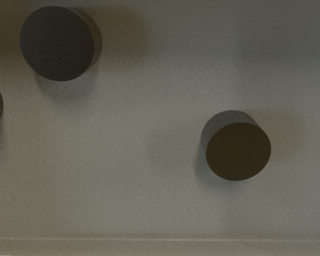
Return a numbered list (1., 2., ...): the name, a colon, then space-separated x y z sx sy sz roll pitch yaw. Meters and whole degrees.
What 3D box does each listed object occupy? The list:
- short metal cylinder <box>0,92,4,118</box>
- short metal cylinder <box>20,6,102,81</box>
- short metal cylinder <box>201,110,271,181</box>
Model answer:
1. short metal cylinder: -0.248 -0.027 0.386 0.081 0.050 0.079 0 110 0
2. short metal cylinder: -0.112 -0.099 0.360 0.081 0.050 0.079 0 110 0
3. short metal cylinder: 0.097 0.022 0.407 0.081 0.050 0.079 0 110 0
